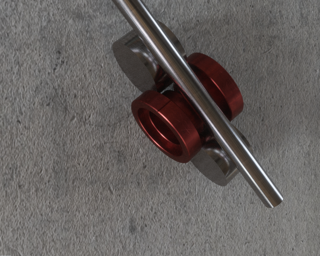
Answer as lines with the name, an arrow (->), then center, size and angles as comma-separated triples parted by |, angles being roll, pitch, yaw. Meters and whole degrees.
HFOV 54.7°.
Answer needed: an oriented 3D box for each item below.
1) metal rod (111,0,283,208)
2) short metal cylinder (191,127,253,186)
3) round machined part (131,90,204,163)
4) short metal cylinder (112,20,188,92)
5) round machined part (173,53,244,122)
metal rod -> 0.049, -0.026, 0.345 | 0.025, 0.025, 0.300 | -42, 104, -15
short metal cylinder -> 0.075, 0.030, 0.410 | 0.050, 0.080, 0.080 | -41, 103, -16
round machined part -> 0.014, -0.007, 0.376 | 0.042, 0.098, 0.098 | -42, 104, -19
short metal cylinder -> -0.012, -0.084, 0.377 | 0.050, 0.080, 0.080 | -41, 103, -16
round machined part -> 0.055, -0.043, 0.393 | 0.042, 0.098, 0.098 | -40, 103, -11
